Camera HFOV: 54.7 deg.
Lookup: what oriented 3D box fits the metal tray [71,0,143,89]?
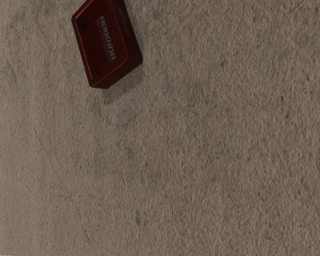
[{"bbox_3d":[-0.083,-0.135,0.467,0.090,0.030,0.129,-29,72,36],"label":"metal tray"}]
